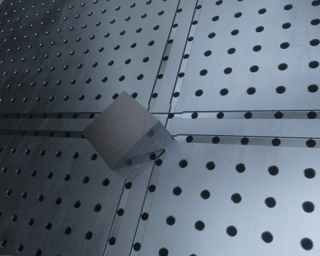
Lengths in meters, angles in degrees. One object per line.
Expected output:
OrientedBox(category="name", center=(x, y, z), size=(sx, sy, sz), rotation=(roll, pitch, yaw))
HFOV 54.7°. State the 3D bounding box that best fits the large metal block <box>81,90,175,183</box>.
OrientedBox(category="large metal block", center=(-0.042, 0.010, 0.407), size=(0.080, 0.050, 0.080), rotation=(-45, 51, -4))
